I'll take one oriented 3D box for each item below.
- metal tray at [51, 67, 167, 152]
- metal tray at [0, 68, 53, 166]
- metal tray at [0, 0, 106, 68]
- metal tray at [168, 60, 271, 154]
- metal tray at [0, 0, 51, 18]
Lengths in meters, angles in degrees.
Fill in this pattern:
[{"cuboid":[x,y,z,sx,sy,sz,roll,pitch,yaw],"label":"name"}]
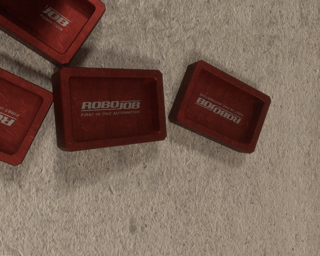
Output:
[{"cuboid":[-0.056,-0.024,0.369,0.131,0.030,0.089,-5,92,-34],"label":"metal tray"},{"cuboid":[-0.195,-0.025,0.334,0.131,0.030,0.090,26,81,-19],"label":"metal tray"},{"cuboid":[-0.141,-0.141,0.354,0.130,0.030,0.090,33,79,-17],"label":"metal tray"},{"cuboid":[0.087,-0.027,0.439,0.131,0.030,0.090,23,82,-19],"label":"metal tray"},{"cuboid":[-0.166,-0.182,0.318,0.131,0.030,0.090,27,66,-6],"label":"metal tray"}]
